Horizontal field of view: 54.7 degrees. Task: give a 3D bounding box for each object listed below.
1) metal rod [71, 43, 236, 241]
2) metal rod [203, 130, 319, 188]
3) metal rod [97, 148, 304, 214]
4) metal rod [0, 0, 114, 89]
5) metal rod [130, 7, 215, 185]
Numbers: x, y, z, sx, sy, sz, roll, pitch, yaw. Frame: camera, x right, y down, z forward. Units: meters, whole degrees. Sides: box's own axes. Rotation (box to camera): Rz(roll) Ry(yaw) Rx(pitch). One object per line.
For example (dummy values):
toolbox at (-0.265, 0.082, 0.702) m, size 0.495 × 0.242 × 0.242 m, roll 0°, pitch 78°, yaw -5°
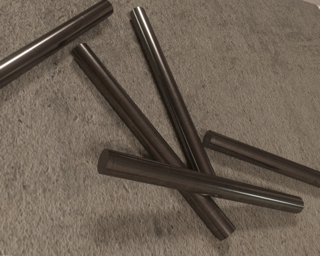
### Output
metal rod at (-0.013, 0.012, 0.391) m, size 0.025 × 0.025 × 0.300 m, roll -33°, pitch 80°, yaw -38°
metal rod at (0.202, 0.063, 0.476) m, size 0.302 × 0.025 × 0.025 m, roll 20°, pitch 54°, yaw -17°
metal rod at (0.071, 0.071, 0.370) m, size 0.302 × 0.025 × 0.025 m, roll 17°, pitch 54°, yaw -30°
metal rod at (-0.153, -0.091, 0.377) m, size 0.025 × 0.025 × 0.301 m, roll 39°, pitch 51°, yaw -2°
metal rod at (0.014, -0.055, 0.446) m, size 0.025 × 0.025 × 0.299 m, roll -8°, pitch 66°, yaw -32°
